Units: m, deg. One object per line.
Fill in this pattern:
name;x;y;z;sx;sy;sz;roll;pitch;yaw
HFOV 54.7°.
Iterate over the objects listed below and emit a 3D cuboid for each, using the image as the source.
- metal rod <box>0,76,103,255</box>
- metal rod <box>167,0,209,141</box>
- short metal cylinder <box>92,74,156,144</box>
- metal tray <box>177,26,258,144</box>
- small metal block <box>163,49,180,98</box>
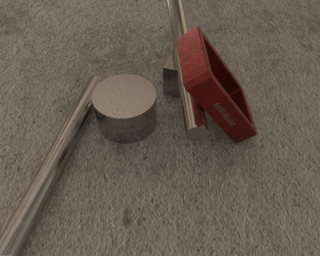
metal rod;-0.126;0.044;0.364;0.025;0.025;0.300;10;51;8
metal rod;0.031;-0.109;0.429;0.025;0.025;0.300;-3;51;-2
short metal cylinder;-0.045;-0.026;0.408;0.081;0.050;0.080;0;50;0
metal tray;0.072;-0.050;0.381;0.030;0.130;0.090;-27;45;25
small metal block;0.025;-0.082;0.456;0.025;0.050;0.050;15;52;12
